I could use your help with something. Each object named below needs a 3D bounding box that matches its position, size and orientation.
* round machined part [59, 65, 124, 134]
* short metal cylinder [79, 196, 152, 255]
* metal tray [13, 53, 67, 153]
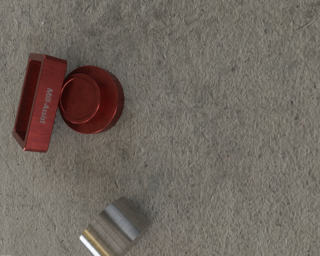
[{"bbox_3d":[-0.104,-0.040,0.436,0.098,0.042,0.097,0,90,20],"label":"round machined part"},{"bbox_3d":[-0.056,0.135,0.399,0.050,0.080,0.080,42,103,15],"label":"short metal cylinder"},{"bbox_3d":[-0.175,-0.039,0.443,0.090,0.030,0.129,21,99,53],"label":"metal tray"}]
